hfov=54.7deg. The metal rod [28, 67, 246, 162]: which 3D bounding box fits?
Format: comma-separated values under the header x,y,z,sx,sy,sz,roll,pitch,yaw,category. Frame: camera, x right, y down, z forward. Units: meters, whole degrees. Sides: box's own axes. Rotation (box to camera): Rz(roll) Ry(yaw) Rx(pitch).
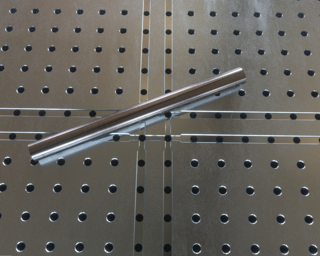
x,y,z,sx,sy,sz,roll,pitch,yaw,category
-0.024,-0.021,0.419,0.302,0.025,0.025,-21,72,-8,metal rod
